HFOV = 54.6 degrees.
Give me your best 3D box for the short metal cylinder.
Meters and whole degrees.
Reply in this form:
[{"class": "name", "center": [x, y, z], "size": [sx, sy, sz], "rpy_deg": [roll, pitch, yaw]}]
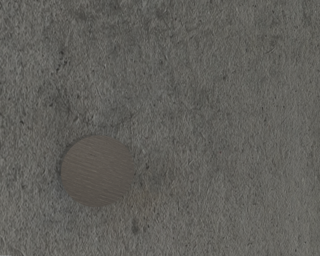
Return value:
[{"class": "short metal cylinder", "center": [-0.076, 0.048, 0.368], "size": [0.081, 0.050, 0.080], "rpy_deg": [0, 90, -20]}]
